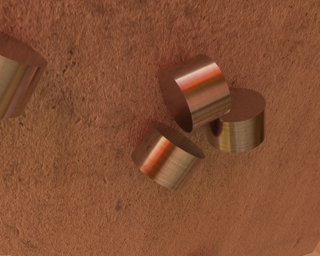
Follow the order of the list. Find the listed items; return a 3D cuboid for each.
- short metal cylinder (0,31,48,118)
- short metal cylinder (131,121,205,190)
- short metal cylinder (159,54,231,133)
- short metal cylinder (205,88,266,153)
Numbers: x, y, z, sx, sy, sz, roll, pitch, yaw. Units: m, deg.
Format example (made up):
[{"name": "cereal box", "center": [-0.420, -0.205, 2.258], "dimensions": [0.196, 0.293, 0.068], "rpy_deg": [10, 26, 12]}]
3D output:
[{"name": "short metal cylinder", "center": [-0.145, -0.051, 0.261], "dimensions": [0.080, 0.080, 0.050], "rpy_deg": [22, 106, -36]}, {"name": "short metal cylinder", "center": [0.011, 0.034, 0.398], "dimensions": [0.080, 0.080, 0.050], "rpy_deg": [24, 105, -37]}, {"name": "short metal cylinder", "center": [0.039, -0.041, 0.367], "dimensions": [0.050, 0.080, 0.080], "rpy_deg": [-26, 128, -12]}, {"name": "short metal cylinder", "center": [0.101, -0.012, 0.418], "dimensions": [0.081, 0.080, 0.050], "rpy_deg": [-24, 127, -14]}]
